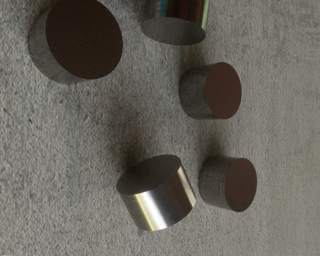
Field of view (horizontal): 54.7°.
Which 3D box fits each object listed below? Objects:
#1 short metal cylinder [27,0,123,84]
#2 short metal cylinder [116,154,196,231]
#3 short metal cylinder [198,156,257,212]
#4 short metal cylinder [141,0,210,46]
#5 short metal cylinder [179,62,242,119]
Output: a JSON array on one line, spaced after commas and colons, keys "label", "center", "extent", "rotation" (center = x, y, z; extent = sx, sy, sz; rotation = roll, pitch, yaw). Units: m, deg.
[{"label": "short metal cylinder", "center": [-0.086, -0.087, 0.316], "extent": [0.081, 0.050, 0.080], "rotation": [0, 90, -40]}, {"label": "short metal cylinder", "center": [-0.004, 0.074, 0.366], "extent": [0.080, 0.080, 0.050], "rotation": [-36, 112, -34]}, {"label": "short metal cylinder", "center": [0.105, 0.084, 0.476], "extent": [0.081, 0.050, 0.080], "rotation": [0, 90, -40]}, {"label": "short metal cylinder", "center": [0.020, -0.142, 0.385], "extent": [0.081, 0.080, 0.050], "rotation": [13, 82, -39]}, {"label": "short metal cylinder", "center": [0.074, -0.052, 0.450], "extent": [0.081, 0.050, 0.080], "rotation": [0, 90, -40]}]
